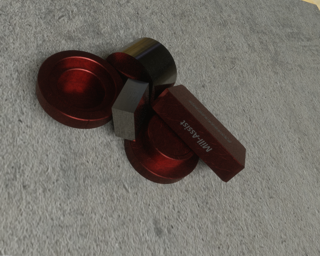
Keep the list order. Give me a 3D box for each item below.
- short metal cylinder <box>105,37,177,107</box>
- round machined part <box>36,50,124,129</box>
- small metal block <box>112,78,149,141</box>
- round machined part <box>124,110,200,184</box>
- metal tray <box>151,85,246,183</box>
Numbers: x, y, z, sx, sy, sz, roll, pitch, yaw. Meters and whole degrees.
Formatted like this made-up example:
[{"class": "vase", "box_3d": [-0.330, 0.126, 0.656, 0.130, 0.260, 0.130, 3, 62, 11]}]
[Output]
[{"class": "short metal cylinder", "box_3d": [-0.025, -0.070, 0.401, 0.080, 0.080, 0.050, 44, 51, 2]}, {"class": "round machined part", "box_3d": [-0.095, -0.041, 0.369, 0.099, 0.042, 0.098, 14, 56, -21]}, {"class": "small metal block", "box_3d": [-0.033, -0.021, 0.363, 0.025, 0.050, 0.050, 15, 52, 9]}, {"class": "round machined part", "box_3d": [0.008, 0.017, 0.390, 0.099, 0.042, 0.098, 14, 56, -21]}, {"class": "metal tray", "box_3d": [0.055, 0.001, 0.404, 0.130, 0.030, 0.090, 46, 19, 3]}]
